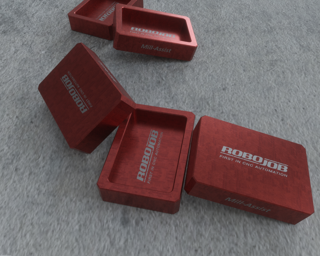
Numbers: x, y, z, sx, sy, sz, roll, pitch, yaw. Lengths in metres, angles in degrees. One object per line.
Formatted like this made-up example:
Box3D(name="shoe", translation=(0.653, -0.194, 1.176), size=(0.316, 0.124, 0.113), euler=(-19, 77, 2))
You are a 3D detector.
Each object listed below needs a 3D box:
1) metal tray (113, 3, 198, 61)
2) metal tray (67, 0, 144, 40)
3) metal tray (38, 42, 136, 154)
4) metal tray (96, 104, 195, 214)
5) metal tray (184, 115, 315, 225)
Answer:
Box3D(name="metal tray", translation=(-0.010, -0.159, 0.512), size=(0.131, 0.030, 0.090), euler=(5, 49, -15))
Box3D(name="metal tray", translation=(-0.099, -0.222, 0.584), size=(0.090, 0.030, 0.130), euler=(19, 52, 14))
Box3D(name="metal tray", translation=(-0.100, -0.042, 0.404), size=(0.090, 0.030, 0.130), euler=(-44, 57, 8))
Box3D(name="metal tray", translation=(-0.011, 0.031, 0.373), size=(0.090, 0.030, 0.130), euler=(9, 51, 7))
Box3D(name="metal tray", translation=(0.098, 0.045, 0.345), size=(0.131, 0.030, 0.090), euler=(17, 51, -4))
